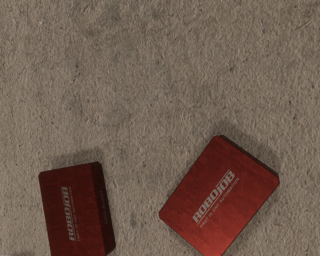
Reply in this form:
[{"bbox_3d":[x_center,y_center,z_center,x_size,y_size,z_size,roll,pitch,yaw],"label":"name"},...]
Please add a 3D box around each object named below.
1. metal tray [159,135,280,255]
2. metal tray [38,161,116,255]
[{"bbox_3d":[0.071,0.084,0.381,0.090,0.030,0.129,37,101,16],"label":"metal tray"},{"bbox_3d":[-0.120,0.120,0.447,0.090,0.030,0.129,-12,86,19],"label":"metal tray"}]
